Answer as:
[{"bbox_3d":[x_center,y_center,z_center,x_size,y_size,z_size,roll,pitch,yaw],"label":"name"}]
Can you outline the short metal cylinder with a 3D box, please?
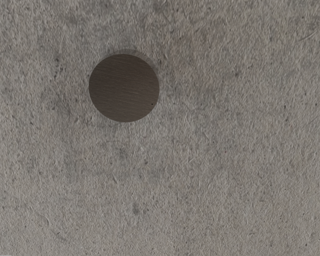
[{"bbox_3d":[-0.041,-0.053,0.377,0.081,0.050,0.079,0,110,0],"label":"short metal cylinder"}]
